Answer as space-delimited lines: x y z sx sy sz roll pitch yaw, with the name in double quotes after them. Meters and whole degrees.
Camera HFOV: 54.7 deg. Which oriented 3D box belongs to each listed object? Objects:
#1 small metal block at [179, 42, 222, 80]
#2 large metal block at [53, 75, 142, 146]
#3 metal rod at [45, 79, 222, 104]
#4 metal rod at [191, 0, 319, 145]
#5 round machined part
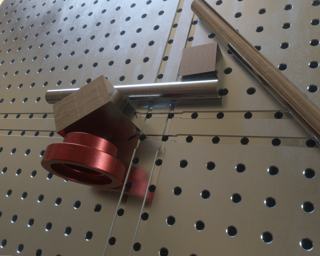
0.057 -0.088 0.431 0.050 0.025 0.050 -5 60 25 "small metal block"
-0.085 -0.013 0.424 0.080 0.080 0.050 -30 52 9 "large metal block"
-0.056 -0.052 0.468 0.300 0.025 0.025 1 62 28 "metal rod"
0.117 -0.093 0.403 0.025 0.025 0.300 -33 52 6 "metal rod"
-0.091 0.038 0.384 0.098 0.098 0.042 -2 61 27 "round machined part"
